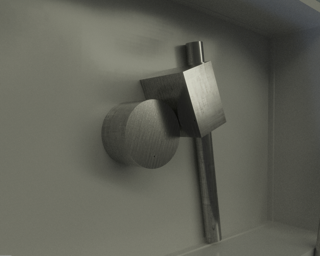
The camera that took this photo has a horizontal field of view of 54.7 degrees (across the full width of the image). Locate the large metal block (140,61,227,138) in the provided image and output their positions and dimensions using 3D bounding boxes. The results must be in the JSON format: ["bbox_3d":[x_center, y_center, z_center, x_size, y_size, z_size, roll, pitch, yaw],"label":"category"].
[{"bbox_3d":[0.029,-0.035,0.397,0.050,0.080,0.080,-29,108,-37],"label":"large metal block"}]

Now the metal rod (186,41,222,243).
[{"bbox_3d":[0.066,0.024,0.464,0.025,0.025,0.298,-11,97,-40],"label":"metal rod"}]

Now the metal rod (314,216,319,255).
[{"bbox_3d":[0.276,0.070,0.488,0.025,0.025,0.299,24,75,-38],"label":"metal rod"}]

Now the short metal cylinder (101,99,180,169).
[{"bbox_3d":[-0.022,0.007,0.373,0.081,0.050,0.079,0,90,-40],"label":"short metal cylinder"}]
